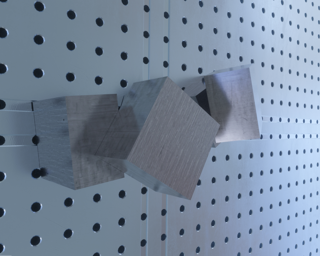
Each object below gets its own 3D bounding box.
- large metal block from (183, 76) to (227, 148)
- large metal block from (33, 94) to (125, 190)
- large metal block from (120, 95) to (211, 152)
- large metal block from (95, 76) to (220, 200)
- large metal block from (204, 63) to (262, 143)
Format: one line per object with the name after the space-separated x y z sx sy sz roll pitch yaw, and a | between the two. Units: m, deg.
0.072 -0.027 0.455 0.080 0.050 0.080 -37 113 -34 | large metal block
-0.082 0.010 0.305 0.050 0.080 0.079 -8 96 -40 | large metal block
0.004 -0.005 0.378 0.080 0.080 0.050 24 75 -38 | large metal block
0.001 0.011 0.290 0.080 0.050 0.080 38 67 -33 | large metal block
0.094 -0.034 0.385 0.080 0.050 0.079 -37 117 -66 | large metal block
